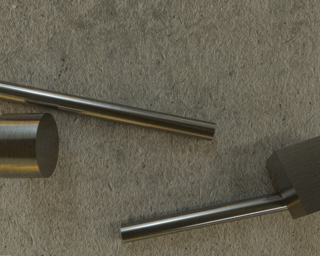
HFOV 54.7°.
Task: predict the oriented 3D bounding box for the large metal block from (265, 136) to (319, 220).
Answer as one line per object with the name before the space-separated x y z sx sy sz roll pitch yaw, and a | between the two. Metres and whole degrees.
large metal block | 0.192 0.059 0.385 0.080 0.050 0.080 -18 67 -3

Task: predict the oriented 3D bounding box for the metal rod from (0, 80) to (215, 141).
metal rod | -0.078 -0.024 0.408 0.302 0.025 0.025 11 90 -1

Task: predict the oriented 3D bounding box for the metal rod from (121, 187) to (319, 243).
metal rod | 0.099 0.110 0.411 0.302 0.025 0.025 -11 90 -1

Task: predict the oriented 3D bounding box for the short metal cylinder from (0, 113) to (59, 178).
short metal cylinder | -0.162 0.021 0.380 0.050 0.080 0.079 -1 90 0
